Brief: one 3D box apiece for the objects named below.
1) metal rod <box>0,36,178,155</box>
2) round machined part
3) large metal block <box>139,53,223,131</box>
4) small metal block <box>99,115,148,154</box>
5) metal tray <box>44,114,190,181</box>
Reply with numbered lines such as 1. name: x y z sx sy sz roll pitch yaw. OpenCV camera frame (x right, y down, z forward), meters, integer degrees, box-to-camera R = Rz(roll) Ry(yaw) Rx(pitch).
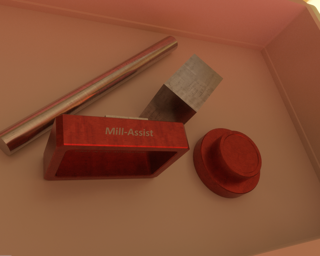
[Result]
1. metal rod: -0.070 -0.060 0.405 0.025 0.025 0.302 46 51 3
2. round machined part: 0.098 0.042 0.424 0.099 0.042 0.098 14 56 -21
3. large metal block: 0.027 -0.039 0.410 0.050 0.080 0.080 41 51 -1
4. small metal block: -0.045 0.010 0.360 0.050 0.050 0.025 4 60 -27
5. metal tray: -0.047 0.025 0.324 0.131 0.090 0.030 3 61 -27
